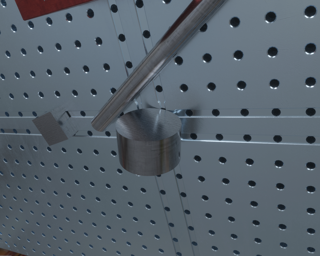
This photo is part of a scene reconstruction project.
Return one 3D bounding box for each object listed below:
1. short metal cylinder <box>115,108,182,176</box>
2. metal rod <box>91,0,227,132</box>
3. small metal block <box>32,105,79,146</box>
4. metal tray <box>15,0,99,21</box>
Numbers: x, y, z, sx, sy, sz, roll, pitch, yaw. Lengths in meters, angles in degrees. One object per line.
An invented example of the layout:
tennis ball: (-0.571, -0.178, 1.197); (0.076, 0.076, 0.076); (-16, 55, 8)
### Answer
short metal cylinder: (-0.013, 0.016, 0.391); (0.080, 0.080, 0.050); (12, 124, 21)
metal rod: (-0.001, -0.082, 0.359); (0.025, 0.025, 0.299); (46, 129, -4)
small metal block: (-0.167, -0.004, 0.495); (0.050, 0.025, 0.050); (-17, 110, 34)
metal tray: (-0.071, -0.145, 0.315); (0.130, 0.090, 0.030); (-2, 117, 29)
